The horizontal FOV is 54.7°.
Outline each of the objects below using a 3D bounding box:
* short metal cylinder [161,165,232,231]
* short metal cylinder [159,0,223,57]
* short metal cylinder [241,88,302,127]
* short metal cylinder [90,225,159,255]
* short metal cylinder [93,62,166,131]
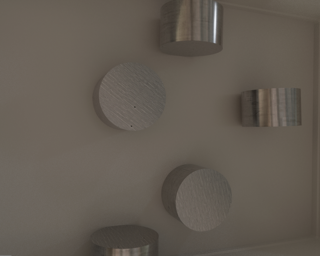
[{"bbox_3d":[0.048,0.091,0.417,0.081,0.050,0.079,0,90,-21],"label":"short metal cylinder"},{"bbox_3d":[0.040,-0.126,0.397,0.081,0.080,0.050,1,90,-20],"label":"short metal cylinder"},{"bbox_3d":[0.157,-0.028,0.441,0.081,0.080,0.050,-2,91,-20],"label":"short metal cylinder"},{"bbox_3d":[-0.042,0.153,0.367,0.081,0.080,0.050,1,90,-20],"label":"short metal cylinder"},{"bbox_3d":[-0.039,-0.037,0.384,0.081,0.050,0.079,0,90,-21],"label":"short metal cylinder"}]
